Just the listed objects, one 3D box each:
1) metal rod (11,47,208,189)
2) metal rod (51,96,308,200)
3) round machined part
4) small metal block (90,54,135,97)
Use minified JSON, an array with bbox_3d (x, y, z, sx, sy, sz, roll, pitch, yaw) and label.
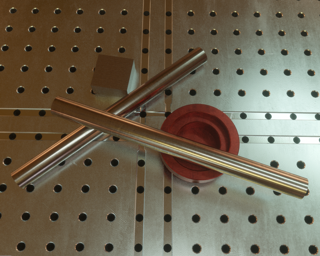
[{"bbox_3d":[-0.058,-0.021,0.418,0.301,0.025,0.025,-36,74,-13],"label":"metal rod"},{"bbox_3d":[0.017,0.020,0.360,0.301,0.025,0.025,18,71,6],"label":"metal rod"},{"bbox_3d":[0.048,0.022,0.395,0.099,0.042,0.098,0,70,-1],"label":"round machined part"},{"bbox_3d":[-0.065,-0.073,0.438,0.050,0.025,0.050,9,70,3],"label":"small metal block"}]
